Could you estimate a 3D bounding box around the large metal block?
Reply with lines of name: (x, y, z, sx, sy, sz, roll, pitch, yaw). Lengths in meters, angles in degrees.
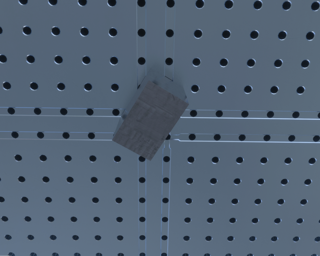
large metal block: (-0.011, -0.020, 0.377, 0.050, 0.080, 0.080, 30, 107, -11)
